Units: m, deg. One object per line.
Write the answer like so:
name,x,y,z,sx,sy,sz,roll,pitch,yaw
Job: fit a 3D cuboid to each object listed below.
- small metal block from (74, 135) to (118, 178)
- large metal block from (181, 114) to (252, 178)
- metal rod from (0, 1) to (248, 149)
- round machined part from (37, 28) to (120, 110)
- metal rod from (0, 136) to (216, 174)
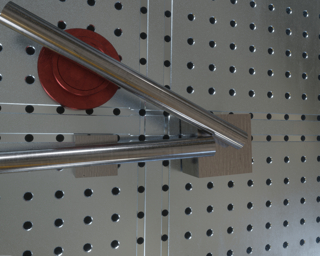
small metal block,-0.080,0.034,0.384,0.050,0.025,0.050,0,90,-21
large metal block,0.077,0.022,0.426,0.081,0.050,0.079,-2,91,-20
metal rod,-0.026,-0.050,0.352,0.301,0.025,0.025,27,81,-16
round machined part,-0.093,-0.071,0.369,0.099,0.042,0.097,0,90,-21
metal rod,-0.085,0.032,0.353,0.302,0.025,0.025,-4,92,-10
